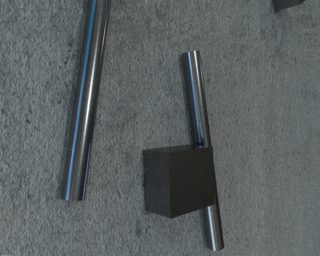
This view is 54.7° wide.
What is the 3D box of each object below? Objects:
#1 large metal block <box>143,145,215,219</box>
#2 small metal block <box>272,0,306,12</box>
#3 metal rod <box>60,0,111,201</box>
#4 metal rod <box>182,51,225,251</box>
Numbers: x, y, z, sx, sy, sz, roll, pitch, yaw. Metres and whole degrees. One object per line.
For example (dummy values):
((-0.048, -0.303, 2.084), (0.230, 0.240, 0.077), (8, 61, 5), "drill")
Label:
((0.026, 0.066, 0.413), (0.081, 0.050, 0.079), (-4, 93, -40), "large metal block")
((0.258, -0.256, 0.608), (0.050, 0.050, 0.025), (-40, 115, -33), "small metal block")
((-0.076, -0.073, 0.342), (0.025, 0.025, 0.298), (11, 83, -40), "metal rod")
((0.066, 0.038, 0.462), (0.025, 0.025, 0.298), (-14, 99, -39), "metal rod")
